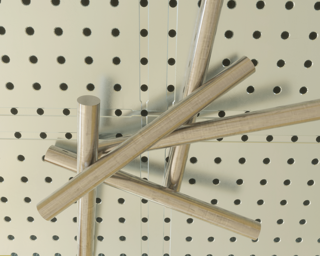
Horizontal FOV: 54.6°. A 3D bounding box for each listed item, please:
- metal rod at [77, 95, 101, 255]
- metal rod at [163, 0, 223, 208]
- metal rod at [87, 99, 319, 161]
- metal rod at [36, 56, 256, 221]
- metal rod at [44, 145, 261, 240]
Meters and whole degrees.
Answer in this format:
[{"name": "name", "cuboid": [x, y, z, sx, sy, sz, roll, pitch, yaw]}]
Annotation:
[{"name": "metal rod", "cuboid": [-0.099, 0.095, 0.417, 0.025, 0.025, 0.298, 8, 121, -3]}, {"name": "metal rod", "cuboid": [0.038, -0.028, 0.403, 0.025, 0.025, 0.298, 9, 110, -4]}, {"name": "metal rod", "cuboid": [0.044, 0.006, 0.386, 0.301, 0.025, 0.025, -11, 110, 9]}, {"name": "metal rod", "cuboid": [-0.014, 0.010, 0.370, 0.301, 0.025, 0.025, -36, 107, -3]}, {"name": "metal rod", "cuboid": [-0.011, 0.087, 0.421, 0.301, 0.025, 0.025, 20, 109, 2]}]
